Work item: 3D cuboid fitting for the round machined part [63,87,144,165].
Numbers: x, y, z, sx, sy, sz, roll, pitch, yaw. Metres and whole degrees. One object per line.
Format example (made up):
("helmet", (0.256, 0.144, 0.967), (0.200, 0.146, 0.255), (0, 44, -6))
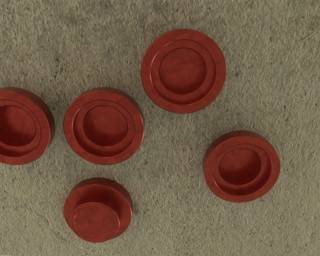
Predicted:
("round machined part", (-0.069, -0.005, 0.398), (0.099, 0.042, 0.097), (0, 110, 0))

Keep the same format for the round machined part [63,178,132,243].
("round machined part", (-0.090, 0.124, 0.446), (0.099, 0.042, 0.097), (0, 110, 0))

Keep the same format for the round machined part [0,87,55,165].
("round machined part", (-0.184, -0.005, 0.397), (0.099, 0.042, 0.097), (0, 110, 0))

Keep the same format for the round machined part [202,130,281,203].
("round machined part", (0.107, 0.048, 0.419), (0.099, 0.042, 0.097), (0, 110, 0))

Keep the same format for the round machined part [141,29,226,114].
("round machined part", (0.027, -0.070, 0.375), (0.099, 0.042, 0.097), (0, 110, 0))
